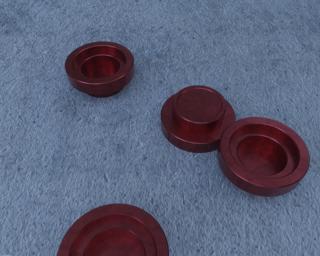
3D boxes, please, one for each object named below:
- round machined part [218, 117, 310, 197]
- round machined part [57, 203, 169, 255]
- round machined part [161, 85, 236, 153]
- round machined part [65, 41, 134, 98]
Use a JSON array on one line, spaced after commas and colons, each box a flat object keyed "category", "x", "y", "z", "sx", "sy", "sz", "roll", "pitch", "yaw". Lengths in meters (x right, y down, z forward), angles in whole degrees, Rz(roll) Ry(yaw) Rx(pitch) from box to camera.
[{"category": "round machined part", "x": 0.117, "y": 0.037, "z": 0.362, "sx": 0.099, "sy": 0.042, "sz": 0.098, "roll": 0, "pitch": 50, "yaw": 0}, {"category": "round machined part", "x": -0.041, "y": 0.124, "z": 0.287, "sx": 0.099, "sy": 0.042, "sz": 0.098, "roll": 0, "pitch": 50, "yaw": 0}, {"category": "round machined part", "x": 0.050, "y": -0.019, "z": 0.408, "sx": 0.099, "sy": 0.042, "sz": 0.098, "roll": 0, "pitch": 50, "yaw": 0}, {"category": "round machined part", "x": -0.087, "y": -0.083, "z": 0.461, "sx": 0.099, "sy": 0.042, "sz": 0.098, "roll": 0, "pitch": 50, "yaw": 0}]
